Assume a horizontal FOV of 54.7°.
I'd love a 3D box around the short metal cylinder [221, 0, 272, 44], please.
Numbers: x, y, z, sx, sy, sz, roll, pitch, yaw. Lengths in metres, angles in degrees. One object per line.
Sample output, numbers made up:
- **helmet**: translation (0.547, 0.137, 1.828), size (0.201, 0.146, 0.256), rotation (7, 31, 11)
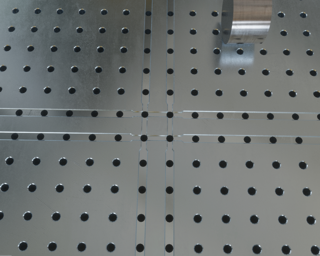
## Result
- **short metal cylinder**: translation (0.121, -0.161, 0.442), size (0.050, 0.080, 0.080), rotation (0, 70, 0)
